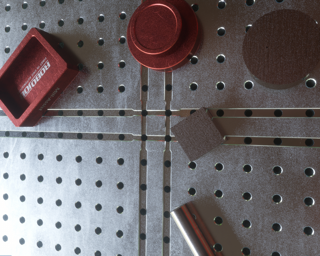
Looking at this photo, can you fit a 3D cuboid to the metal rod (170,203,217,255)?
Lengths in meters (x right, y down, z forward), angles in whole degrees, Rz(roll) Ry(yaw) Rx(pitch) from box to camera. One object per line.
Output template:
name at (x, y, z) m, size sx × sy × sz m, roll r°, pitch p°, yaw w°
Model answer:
metal rod at (0.098, 0.231, 0.377) m, size 0.025 × 0.025 × 0.299 m, roll -34°, pitch 80°, yaw 16°

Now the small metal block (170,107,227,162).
small metal block at (0.050, 0.008, 0.395) m, size 0.050 × 0.025 × 0.050 m, roll -34°, pitch 79°, yaw 16°

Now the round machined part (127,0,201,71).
round machined part at (0.001, -0.125, 0.402) m, size 0.098 × 0.042 × 0.097 m, roll 0°, pitch 90°, yaw 19°

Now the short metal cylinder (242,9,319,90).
short metal cylinder at (0.137, -0.086, 0.351) m, size 0.080 × 0.050 × 0.079 m, roll 0°, pitch 90°, yaw 19°

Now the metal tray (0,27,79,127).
metal tray at (-0.197, -0.075, 0.477) m, size 0.130 × 0.030 × 0.090 m, roll -46°, pitch 76°, yaw 14°
